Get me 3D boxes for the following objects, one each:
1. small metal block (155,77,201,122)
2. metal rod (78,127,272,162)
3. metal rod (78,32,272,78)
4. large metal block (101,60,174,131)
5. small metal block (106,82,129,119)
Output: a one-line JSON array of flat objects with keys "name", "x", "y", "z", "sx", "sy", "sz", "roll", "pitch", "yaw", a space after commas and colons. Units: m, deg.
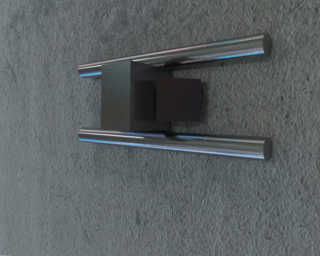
[{"name": "small metal block", "x": 0.021, "y": -0.033, "z": 0.370, "sx": 0.025, "sy": 0.050, "sz": 0.050, "roll": -178, "pitch": 89, "yaw": -81}, {"name": "metal rod", "x": -0.006, "y": 0.016, "z": 0.410, "sx": 0.300, "sy": 0.025, "sz": 0.025, "roll": 3, "pitch": 92, "yaw": 39}, {"name": "metal rod", "x": -0.007, "y": -0.089, "z": 0.410, "sx": 0.300, "sy": 0.025, "sz": 0.025, "roll": 2, "pitch": 91, "yaw": 39}, {"name": "large metal block", "x": -0.027, "y": -0.037, "z": 0.394, "sx": 0.050, "sy": 0.081, "sz": 0.079, "roll": 1, "pitch": 91, "yaw": 40}, {"name": "small metal block", "x": -0.059, "y": -0.037, "z": 0.435, "sx": 0.025, "sy": 0.050, "sz": 0.050, "roll": 1, "pitch": 91, "yaw": 0}]
